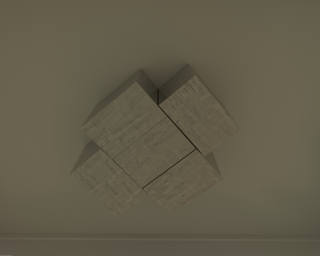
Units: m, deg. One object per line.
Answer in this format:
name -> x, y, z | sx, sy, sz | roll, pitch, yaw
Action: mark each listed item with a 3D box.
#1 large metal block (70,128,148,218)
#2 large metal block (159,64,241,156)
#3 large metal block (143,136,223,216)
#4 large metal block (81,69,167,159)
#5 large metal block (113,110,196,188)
large metal block -> -0.059, 0.053, 0.400 | 0.050, 0.080, 0.080 | -39, 106, 13
large metal block -> 0.044, -0.025, 0.373 | 0.050, 0.080, 0.080 | -39, 106, 13
large metal block -> 0.026, 0.052, 0.401 | 0.080, 0.080, 0.050 | -38, 106, 12
large metal block -> -0.039, -0.020, 0.373 | 0.080, 0.080, 0.050 | -38, 106, 12
large metal block -> -0.007, 0.016, 0.387 | 0.080, 0.080, 0.050 | -38, 106, 12
